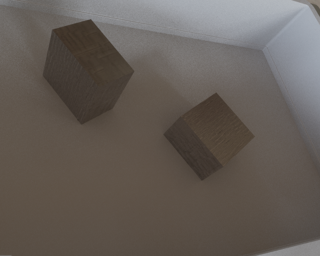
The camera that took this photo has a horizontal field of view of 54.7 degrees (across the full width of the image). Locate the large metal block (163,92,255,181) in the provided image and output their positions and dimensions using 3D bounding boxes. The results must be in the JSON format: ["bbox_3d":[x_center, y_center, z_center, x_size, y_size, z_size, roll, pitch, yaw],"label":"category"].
[{"bbox_3d":[0.067,0.010,0.419,0.081,0.050,0.080,-34,81,-38],"label":"large metal block"}]

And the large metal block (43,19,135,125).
[{"bbox_3d":[-0.087,-0.064,0.363,0.050,0.080,0.080,-34,81,-38],"label":"large metal block"}]
